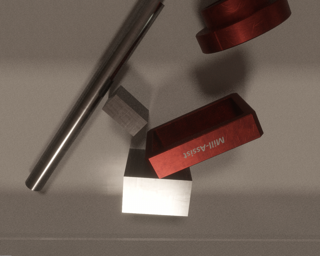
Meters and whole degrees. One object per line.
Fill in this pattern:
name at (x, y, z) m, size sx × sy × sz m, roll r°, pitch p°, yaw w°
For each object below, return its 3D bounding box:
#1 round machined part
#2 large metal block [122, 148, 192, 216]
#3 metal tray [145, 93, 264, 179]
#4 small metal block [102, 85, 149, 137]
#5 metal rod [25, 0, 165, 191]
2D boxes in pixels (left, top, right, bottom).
round machined part at (0.082, -0.120, 0.329) m, size 0.098 × 0.098 × 0.042 m, roll -25°, pitch 109°, yaw 8°
large metal block at (-0.004, 0.069, 0.407) m, size 0.081 × 0.080 × 0.050 m, roll 4°, pitch 110°, yaw -2°
metal tray at (0.048, 0.006, 0.379) m, size 0.130 × 0.090 × 0.030 m, roll -24°, pitch 109°, yaw 8°
small metal block at (-0.042, -0.023, 0.389) m, size 0.050 × 0.050 × 0.025 m, roll 42°, pitch 105°, yaw -14°
metal rod at (-0.091, -0.034, 0.397) m, size 0.025 × 0.025 × 0.299 m, roll 34°, pitch 106°, yaw -12°
